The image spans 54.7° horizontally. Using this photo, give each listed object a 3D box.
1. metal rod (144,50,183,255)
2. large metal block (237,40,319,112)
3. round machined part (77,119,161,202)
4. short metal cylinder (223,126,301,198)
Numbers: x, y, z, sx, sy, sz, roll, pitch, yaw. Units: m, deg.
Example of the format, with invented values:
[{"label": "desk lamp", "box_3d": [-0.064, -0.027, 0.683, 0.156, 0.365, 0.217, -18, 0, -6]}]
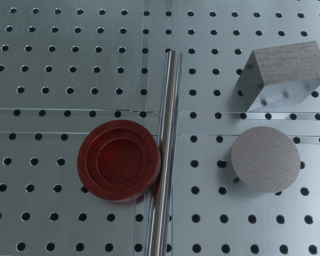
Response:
[{"label": "metal rod", "box_3d": [0.007, 0.034, 0.399, 0.025, 0.025, 0.299, 6, 70, 2]}, {"label": "large metal block", "box_3d": [0.157, -0.065, 0.408, 0.081, 0.080, 0.050, -9, 71, -4]}, {"label": "round machined part", "box_3d": [-0.047, 0.042, 0.381, 0.099, 0.042, 0.098, -3, 69, 8]}, {"label": "short metal cylinder", "box_3d": [0.123, 0.044, 0.384, 0.081, 0.050, 0.080, 0, 70, 0]}]
